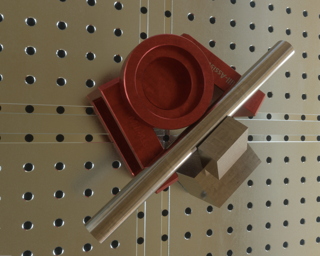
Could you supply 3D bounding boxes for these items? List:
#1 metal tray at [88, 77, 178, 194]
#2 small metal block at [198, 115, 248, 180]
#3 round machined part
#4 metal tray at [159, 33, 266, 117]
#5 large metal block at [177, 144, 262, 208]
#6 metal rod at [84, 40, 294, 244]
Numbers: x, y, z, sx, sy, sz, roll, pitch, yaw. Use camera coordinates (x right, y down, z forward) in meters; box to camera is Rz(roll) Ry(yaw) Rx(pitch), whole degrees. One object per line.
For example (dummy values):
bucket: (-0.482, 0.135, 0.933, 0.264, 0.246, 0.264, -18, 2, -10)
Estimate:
metal tray: (-0.035, 0.008, 0.366, 0.030, 0.090, 0.129, -31, 101, -18)
small metal block: (0.070, 0.023, 0.339, 0.025, 0.050, 0.050, 37, 73, 29)
round machined part: (0.005, -0.047, 0.333, 0.099, 0.042, 0.097, 0, 90, -21)
metal tray: (0.058, -0.061, 0.400, 0.130, 0.090, 0.030, 33, 80, -18)
large metal block: (0.069, 0.049, 0.407, 0.080, 0.080, 0.050, -43, 104, -15)
metal rod: (0.044, 0.003, 0.334, 0.301, 0.025, 0.025, -42, 104, -15)
